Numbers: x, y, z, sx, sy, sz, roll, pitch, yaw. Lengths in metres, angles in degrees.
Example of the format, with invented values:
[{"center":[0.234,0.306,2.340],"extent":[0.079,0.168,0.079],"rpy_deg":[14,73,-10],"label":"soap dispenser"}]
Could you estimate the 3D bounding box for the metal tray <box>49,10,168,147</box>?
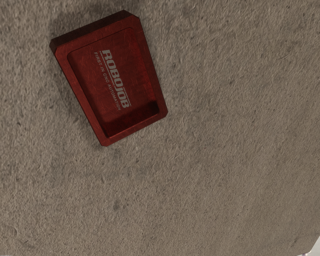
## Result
[{"center":[-0.050,-0.051,0.345],"extent":[0.091,0.030,0.129],"rpy_deg":[-28,128,-11],"label":"metal tray"}]
